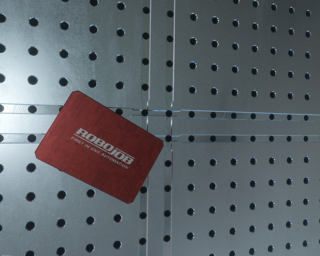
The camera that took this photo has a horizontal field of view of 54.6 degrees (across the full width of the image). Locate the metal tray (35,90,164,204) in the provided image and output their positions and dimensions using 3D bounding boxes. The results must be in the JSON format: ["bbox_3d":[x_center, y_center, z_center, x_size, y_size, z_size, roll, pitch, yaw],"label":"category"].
[{"bbox_3d":[-0.072,0.025,0.383,0.130,0.030,0.090,32,80,-17],"label":"metal tray"}]
